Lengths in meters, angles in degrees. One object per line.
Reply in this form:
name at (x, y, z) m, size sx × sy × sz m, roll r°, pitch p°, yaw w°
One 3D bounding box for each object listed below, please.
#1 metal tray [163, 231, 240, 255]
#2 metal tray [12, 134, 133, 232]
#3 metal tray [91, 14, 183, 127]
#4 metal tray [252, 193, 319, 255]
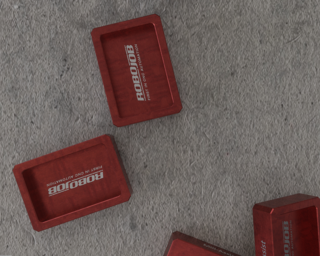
metal tray at (0.063, 0.204, 0.408) m, size 0.131 × 0.030 × 0.090 m, roll 21°, pitch 90°, yaw 0°
metal tray at (-0.112, 0.070, 0.406) m, size 0.131 × 0.030 × 0.090 m, roll -19°, pitch 90°, yaw 0°
metal tray at (-0.030, -0.073, 0.406) m, size 0.091 × 0.030 × 0.129 m, roll -14°, pitch 90°, yaw 0°
metal tray at (0.164, 0.155, 0.389) m, size 0.091 × 0.030 × 0.129 m, roll -4°, pitch 90°, yaw -27°
